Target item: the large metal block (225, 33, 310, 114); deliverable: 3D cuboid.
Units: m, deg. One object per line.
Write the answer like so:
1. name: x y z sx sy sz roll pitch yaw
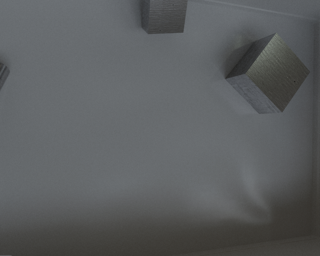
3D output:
1. large metal block: 0.159 -0.078 0.458 0.080 0.050 0.080 42 77 -16

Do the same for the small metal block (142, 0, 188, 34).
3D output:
1. small metal block: 0.006 -0.151 0.400 0.050 0.025 0.050 -9 129 -20

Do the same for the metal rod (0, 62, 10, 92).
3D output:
1. metal rod: -0.203 0.060 0.270 0.025 0.025 0.300 22 57 -19
